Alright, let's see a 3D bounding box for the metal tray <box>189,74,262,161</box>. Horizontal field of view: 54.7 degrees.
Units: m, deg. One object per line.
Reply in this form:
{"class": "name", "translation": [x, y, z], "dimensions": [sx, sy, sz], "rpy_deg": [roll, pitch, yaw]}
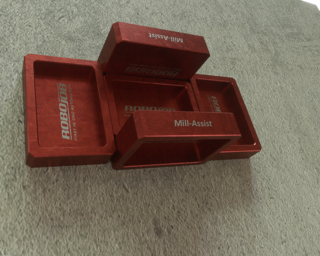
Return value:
{"class": "metal tray", "translation": [0.089, -0.018, 0.463], "dimensions": [0.091, 0.030, 0.130], "rpy_deg": [0, 62, -28]}

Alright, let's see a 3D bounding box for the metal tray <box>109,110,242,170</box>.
{"class": "metal tray", "translation": [0.017, 0.016, 0.362], "dimensions": [0.131, 0.090, 0.030], "rpy_deg": [0, 62, -29]}

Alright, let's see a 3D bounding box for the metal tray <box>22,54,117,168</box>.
{"class": "metal tray", "translation": [-0.107, -0.022, 0.358], "dimensions": [0.091, 0.030, 0.130], "rpy_deg": [0, 62, -28]}

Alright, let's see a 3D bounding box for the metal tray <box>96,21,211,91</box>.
{"class": "metal tray", "translation": [-0.011, -0.089, 0.414], "dimensions": [0.131, 0.090, 0.030], "rpy_deg": [0, 62, -29]}

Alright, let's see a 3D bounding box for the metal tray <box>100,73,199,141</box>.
{"class": "metal tray", "translation": [-0.010, -0.022, 0.411], "dimensions": [0.131, 0.030, 0.090], "rpy_deg": [1, 61, -28]}
